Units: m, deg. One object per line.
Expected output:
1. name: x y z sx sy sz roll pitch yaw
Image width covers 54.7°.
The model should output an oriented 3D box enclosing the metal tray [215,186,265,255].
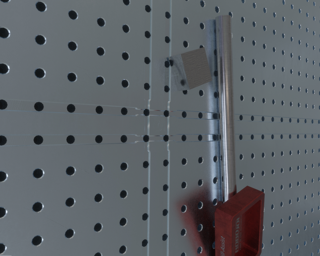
1. metal tray: 0.128 0.169 0.494 0.091 0.030 0.129 -23 118 -38

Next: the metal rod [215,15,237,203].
1. metal rod: 0.107 -0.027 0.499 0.025 0.025 0.298 -4 93 -40

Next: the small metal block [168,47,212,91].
1. small metal block: 0.045 -0.085 0.447 0.050 0.025 0.050 -26 106 -37
